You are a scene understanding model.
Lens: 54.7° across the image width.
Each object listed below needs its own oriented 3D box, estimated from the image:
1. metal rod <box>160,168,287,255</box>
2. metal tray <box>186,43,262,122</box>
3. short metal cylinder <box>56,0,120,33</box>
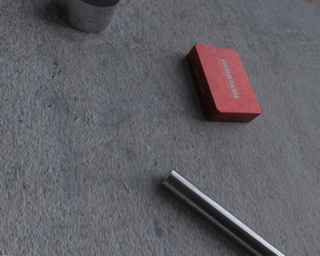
[{"bbox_3d":[0.127,0.150,0.382,0.301,0.025,0.025,38,51,-3],"label":"metal rod"},{"bbox_3d":[0.102,-0.073,0.502,0.091,0.030,0.130,1,62,-28],"label":"metal tray"},{"bbox_3d":[-0.103,-0.185,0.446,0.081,0.050,0.080,14,56,-21],"label":"short metal cylinder"}]
